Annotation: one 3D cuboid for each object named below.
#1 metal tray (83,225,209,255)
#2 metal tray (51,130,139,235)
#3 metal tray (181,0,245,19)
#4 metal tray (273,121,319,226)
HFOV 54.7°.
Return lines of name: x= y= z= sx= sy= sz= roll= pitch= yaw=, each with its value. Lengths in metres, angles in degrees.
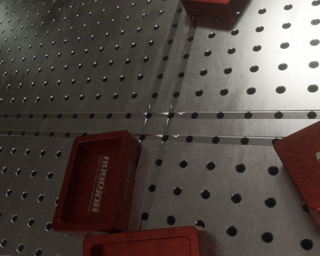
metal tray: x=-0.015 y=0.150 z=0.309 sx=0.130 sy=0.030 sz=0.090 roll=-13 pitch=66 yaw=20
metal tray: x=-0.081 y=0.070 z=0.402 sx=0.090 sy=0.030 sz=0.130 roll=-8 pitch=58 yaw=24
metal tray: x=0.103 y=-0.237 z=0.495 sx=0.090 sy=0.030 sz=0.130 roll=23 pitch=74 yaw=36
metal tray: x=0.180 y=0.021 z=0.272 sx=0.130 sy=0.030 sz=0.090 roll=-29 pitch=32 yaw=15
